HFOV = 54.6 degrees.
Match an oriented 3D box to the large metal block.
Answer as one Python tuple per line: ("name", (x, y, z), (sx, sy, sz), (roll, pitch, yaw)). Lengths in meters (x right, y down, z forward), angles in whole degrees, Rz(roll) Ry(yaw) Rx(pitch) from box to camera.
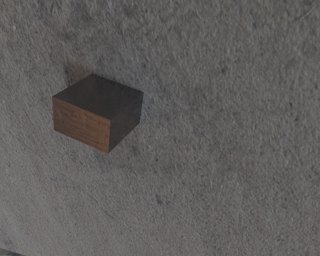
("large metal block", (-0.078, -0.022, 0.399), (0.080, 0.080, 0.050), (22, 127, 15))
